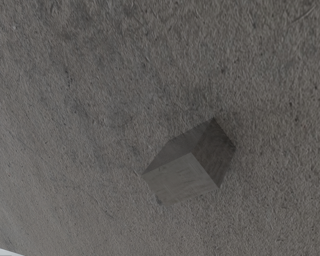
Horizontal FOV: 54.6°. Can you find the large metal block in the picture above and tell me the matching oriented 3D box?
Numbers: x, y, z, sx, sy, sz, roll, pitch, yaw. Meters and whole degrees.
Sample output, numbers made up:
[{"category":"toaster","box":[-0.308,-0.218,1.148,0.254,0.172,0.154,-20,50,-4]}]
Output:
[{"category":"large metal block","box":[0.037,0.041,0.378,0.080,0.080,0.050,-30,102,38]}]
